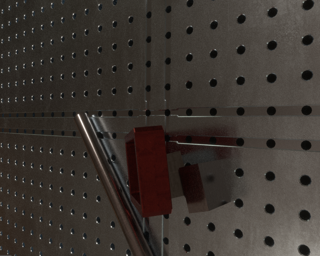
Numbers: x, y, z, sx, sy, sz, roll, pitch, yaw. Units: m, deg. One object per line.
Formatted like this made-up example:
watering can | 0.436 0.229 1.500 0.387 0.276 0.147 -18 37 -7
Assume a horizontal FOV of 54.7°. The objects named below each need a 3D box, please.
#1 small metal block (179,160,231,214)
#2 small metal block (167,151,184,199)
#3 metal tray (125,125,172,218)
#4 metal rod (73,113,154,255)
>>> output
small metal block | 0.051 0.065 0.349 0.025 0.050 0.050 -20 78 37
small metal block | 0.017 0.058 0.374 0.025 0.050 0.050 -13 78 -3
metal tray | -0.019 0.049 0.370 0.130 0.030 0.089 152 112 -78
metal rod | -0.063 0.103 0.459 0.025 0.025 0.299 -43 64 31
